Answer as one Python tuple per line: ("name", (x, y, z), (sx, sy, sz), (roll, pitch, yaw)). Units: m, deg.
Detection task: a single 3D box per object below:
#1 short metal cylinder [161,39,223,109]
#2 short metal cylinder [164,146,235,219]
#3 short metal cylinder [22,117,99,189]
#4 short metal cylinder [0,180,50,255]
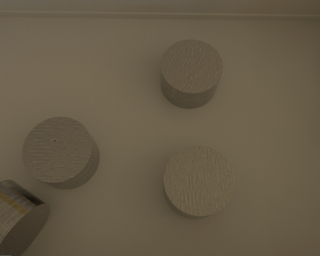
("short metal cylinder", (0.041, -0.073, 0.423), (0.081, 0.050, 0.080), (0, 70, 0))
("short metal cylinder", (0.044, 0.066, 0.372), (0.081, 0.050, 0.080), (0, 70, 0))
("short metal cylinder", (-0.120, 0.032, 0.384), (0.081, 0.050, 0.080), (0, 70, 0))
("short metal cylinder", (-0.170, 0.105, 0.341), (0.050, 0.080, 0.080), (31, 73, 10))
